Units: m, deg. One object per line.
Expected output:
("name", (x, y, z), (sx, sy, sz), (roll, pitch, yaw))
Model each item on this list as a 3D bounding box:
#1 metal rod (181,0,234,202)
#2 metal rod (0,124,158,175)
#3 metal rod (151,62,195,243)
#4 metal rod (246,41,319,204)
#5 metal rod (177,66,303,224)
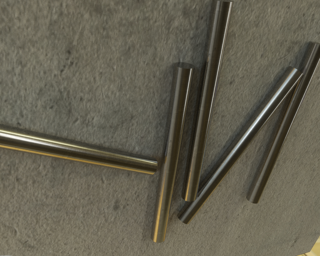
("metal rod", (0.060, -0.018, 0.429), (0.025, 0.025, 0.298), (-9, 123, -24))
("metal rod", (-0.129, 0.019, 0.348), (0.302, 0.025, 0.025), (16, 110, -35))
("metal rod", (0.013, 0.053, 0.448), (0.025, 0.025, 0.298), (-8, 122, -25))
("metal rod", (0.206, 0.005, 0.525), (0.025, 0.025, 0.298), (-2, 120, -28))
("metal rod", (0.122, 0.034, 0.497), (0.025, 0.025, 0.299), (26, 104, -38))
